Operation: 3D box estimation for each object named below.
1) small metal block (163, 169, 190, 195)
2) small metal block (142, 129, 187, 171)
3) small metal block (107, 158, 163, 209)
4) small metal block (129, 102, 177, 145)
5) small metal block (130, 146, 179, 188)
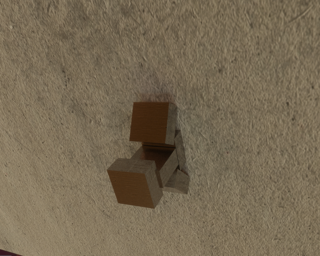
[{"bbox_3d":[0.008,0.073,0.431,0.050,0.025,0.050,2,160,27],"label":"small metal block"},{"bbox_3d":[0.005,0.029,0.423,0.050,0.025,0.050,2,120,26],"label":"small metal block"},{"bbox_3d":[-0.029,0.064,0.365,0.050,0.025,0.050,1,119,27],"label":"small metal block"},{"bbox_3d":[-0.008,-0.006,0.392,0.050,0.025,0.050,3,84,27],"label":"small metal block"},{"bbox_3d":[-0.011,0.048,0.393,0.050,0.050,0.025,3,120,26],"label":"small metal block"}]
